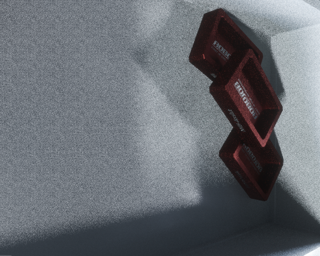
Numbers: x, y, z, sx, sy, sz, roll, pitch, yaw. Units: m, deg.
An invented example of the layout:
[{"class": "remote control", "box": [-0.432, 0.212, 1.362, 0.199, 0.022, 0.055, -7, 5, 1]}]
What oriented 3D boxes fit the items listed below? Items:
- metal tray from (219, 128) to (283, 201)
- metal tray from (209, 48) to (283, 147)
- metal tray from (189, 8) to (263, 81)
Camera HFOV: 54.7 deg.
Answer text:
[{"class": "metal tray", "box": [0.162, 0.054, 0.538, 0.130, 0.030, 0.090, 50, 60, -28]}, {"class": "metal tray", "box": [0.137, -0.044, 0.477, 0.130, 0.030, 0.090, 50, 61, -28]}, {"class": "metal tray", "box": [0.110, -0.113, 0.494, 0.131, 0.030, 0.090, 31, 71, -36]}]
